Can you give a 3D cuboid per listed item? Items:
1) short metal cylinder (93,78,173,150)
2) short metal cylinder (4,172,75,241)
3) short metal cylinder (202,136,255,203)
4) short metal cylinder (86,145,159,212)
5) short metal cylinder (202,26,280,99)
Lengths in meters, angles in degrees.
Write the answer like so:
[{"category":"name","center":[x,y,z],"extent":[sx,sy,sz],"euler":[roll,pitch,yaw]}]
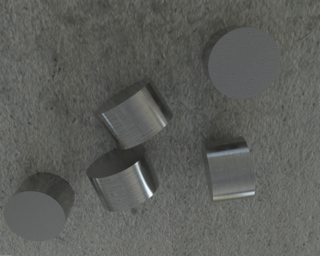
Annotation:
[{"category":"short metal cylinder","center":[-0.032,-0.018,0.373],"extent":[0.080,0.080,0.050],"euler":[-29,108,10]},{"category":"short metal cylinder","center":[-0.166,0.110,0.435],"extent":[0.081,0.050,0.079],"euler":[0,110,-1]},{"category":"short metal cylinder","center":[0.086,0.053,0.401],"extent":[0.050,0.080,0.079],"euler":[-8,110,3]},{"category":"short metal cylinder","center":[-0.048,0.063,0.403],"extent":[0.080,0.080,0.050],"euler":[-19,109,6]},{"category":"short metal cylinder","center":[0.094,-0.079,0.369],"extent":[0.081,0.050,0.079],"euler":[0,110,-1]}]
